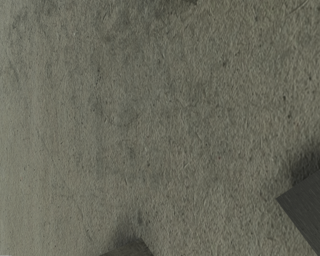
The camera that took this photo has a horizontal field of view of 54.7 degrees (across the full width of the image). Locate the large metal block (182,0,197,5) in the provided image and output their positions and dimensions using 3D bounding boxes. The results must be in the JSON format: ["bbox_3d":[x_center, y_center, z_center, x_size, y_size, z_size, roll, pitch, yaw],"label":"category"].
[{"bbox_3d":[0.015,-0.207,0.376,0.080,0.050,0.079,34,111,35],"label":"large metal block"}]

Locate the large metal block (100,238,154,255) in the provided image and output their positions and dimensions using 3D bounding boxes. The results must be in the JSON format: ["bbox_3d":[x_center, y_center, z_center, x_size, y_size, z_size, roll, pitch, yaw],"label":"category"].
[{"bbox_3d":[-0.057,0.205,0.416,0.050,0.081,0.080,47,118,30],"label":"large metal block"}]

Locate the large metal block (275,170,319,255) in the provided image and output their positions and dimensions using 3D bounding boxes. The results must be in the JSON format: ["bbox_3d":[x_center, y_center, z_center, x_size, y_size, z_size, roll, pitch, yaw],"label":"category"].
[{"bbox_3d":[0.161,0.068,0.256,0.080,0.050,0.080,-47,62,30],"label":"large metal block"}]
